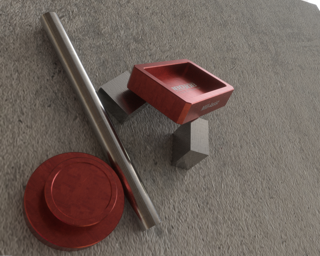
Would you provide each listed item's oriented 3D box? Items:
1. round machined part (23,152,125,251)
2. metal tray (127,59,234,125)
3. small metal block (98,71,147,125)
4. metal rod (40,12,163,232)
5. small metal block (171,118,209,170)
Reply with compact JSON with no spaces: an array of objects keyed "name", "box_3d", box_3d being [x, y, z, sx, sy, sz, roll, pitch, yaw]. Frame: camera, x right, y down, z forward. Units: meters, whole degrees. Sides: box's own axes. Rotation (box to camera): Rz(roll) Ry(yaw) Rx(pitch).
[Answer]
[{"name":"round machined part","box_3d":[-0.081,0.068,0.308,0.099,0.042,0.098,14,56,-21]},{"name":"metal tray","box_3d":[0.032,-0.054,0.413,0.090,0.030,0.131,37,32,22]},{"name":"small metal block","box_3d":[-0.046,-0.040,0.405,0.050,0.025,0.050,46,51,3]},{"name":"metal rod","box_3d":[-0.078,-0.020,0.374,0.025,0.025,0.299,-18,71,-35]},{"name":"small metal block","box_3d":[0.038,0.020,0.398,0.025,0.050,0.050,17,55,-19]}]
